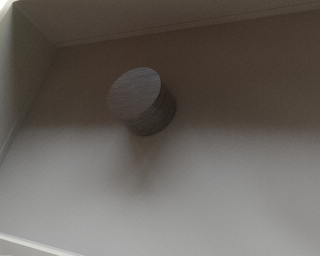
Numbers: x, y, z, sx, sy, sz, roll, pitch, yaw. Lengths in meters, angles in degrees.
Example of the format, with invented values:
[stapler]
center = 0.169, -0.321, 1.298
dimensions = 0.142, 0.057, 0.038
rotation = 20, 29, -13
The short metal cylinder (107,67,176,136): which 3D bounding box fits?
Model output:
[short metal cylinder]
center = -0.025, -0.035, 0.423
dimensions = 0.080, 0.050, 0.080
rotation = -13, 56, 21
